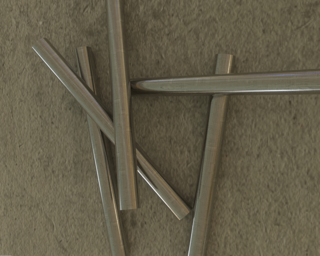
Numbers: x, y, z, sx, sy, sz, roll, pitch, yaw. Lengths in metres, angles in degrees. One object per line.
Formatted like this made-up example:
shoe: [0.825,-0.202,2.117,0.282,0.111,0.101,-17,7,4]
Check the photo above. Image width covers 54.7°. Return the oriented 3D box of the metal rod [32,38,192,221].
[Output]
metal rod: [-0.066,-0.002,0.411,0.025,0.025,0.300,-43,85,15]

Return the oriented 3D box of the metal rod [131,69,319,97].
metal rod: [0.088,-0.049,0.343,0.300,0.025,0.025,3,91,32]

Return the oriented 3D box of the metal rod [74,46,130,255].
metal rod: [-0.082,0.033,0.436,0.025,0.025,0.298,-12,86,19]

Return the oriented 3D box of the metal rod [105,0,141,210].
metal rod: [-0.050,-0.049,0.398,0.025,0.025,0.299,-10,76,19]

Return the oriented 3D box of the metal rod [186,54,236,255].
metal rod: [0.060,0.059,0.387,0.025,0.025,0.298,9,93,19]
